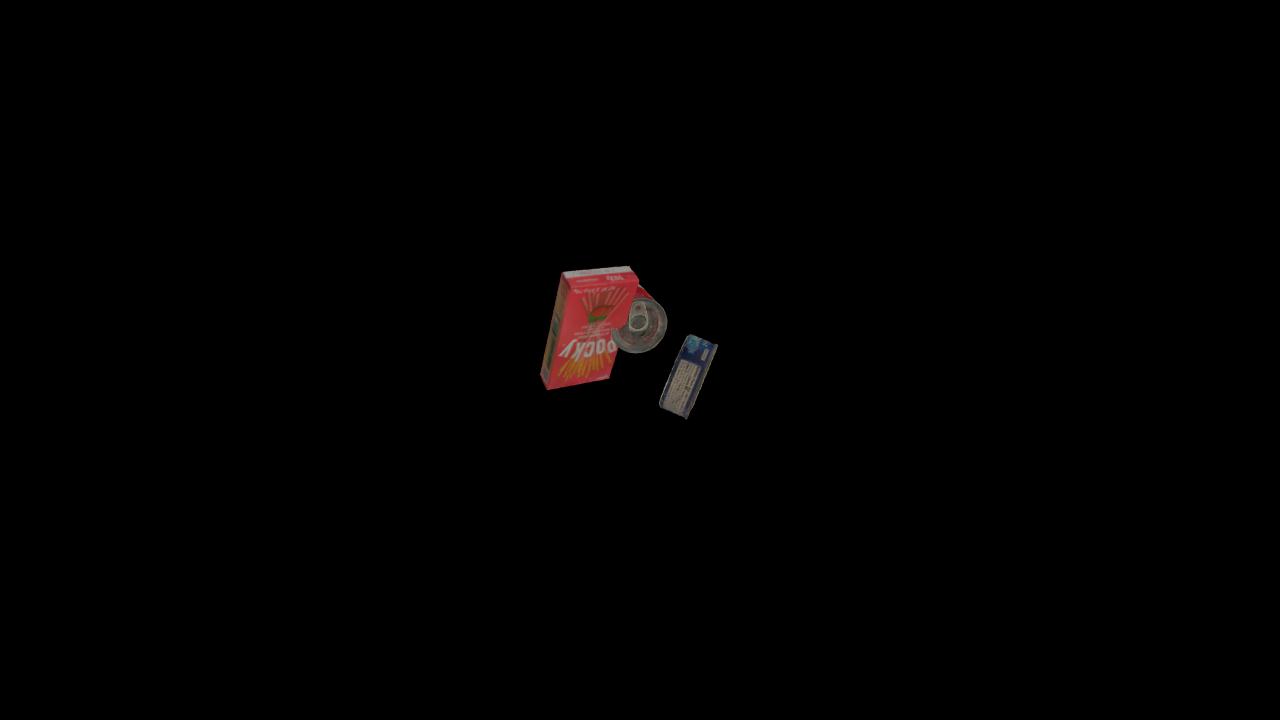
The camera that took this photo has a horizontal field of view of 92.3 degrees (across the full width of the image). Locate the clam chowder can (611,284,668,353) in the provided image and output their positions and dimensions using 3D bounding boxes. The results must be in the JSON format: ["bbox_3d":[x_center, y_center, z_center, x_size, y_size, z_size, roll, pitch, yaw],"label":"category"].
[{"bbox_3d":[-0.015,-0.058,0.735,0.068,0.068,0.102,0,24,-19],"label":"clam chowder can"}]

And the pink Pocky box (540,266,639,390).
[{"bbox_3d":[-0.059,-0.033,0.690,0.084,0.155,0.029,-10,48,-30],"label":"pink Pocky box"}]

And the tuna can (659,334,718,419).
[{"bbox_3d":[0.050,0.016,0.635,0.034,0.084,0.084,23,2,6],"label":"tuna can"}]
